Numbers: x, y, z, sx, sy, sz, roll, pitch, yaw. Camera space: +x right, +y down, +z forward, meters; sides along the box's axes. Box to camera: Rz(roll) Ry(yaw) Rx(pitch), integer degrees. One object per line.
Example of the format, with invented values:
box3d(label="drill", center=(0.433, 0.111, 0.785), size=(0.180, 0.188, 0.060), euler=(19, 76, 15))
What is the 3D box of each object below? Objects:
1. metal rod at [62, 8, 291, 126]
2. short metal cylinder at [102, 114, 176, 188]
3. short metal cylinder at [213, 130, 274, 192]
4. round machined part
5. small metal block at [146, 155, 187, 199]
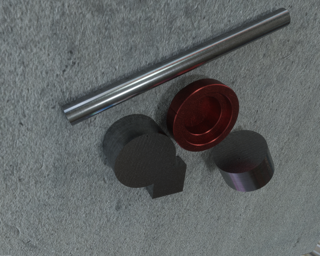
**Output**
box3d(label="metal rod", center=(0.029, -0.079, 0.373), size=(0.302, 0.025, 0.025), euler=(-26, 128, -12))
box3d(label="short metal cylinder", center=(-0.027, 0.029, 0.394), size=(0.081, 0.050, 0.079), euler=(-14, 124, -21))
box3d(label="short metal cylinder", center=(0.128, 0.049, 0.471), size=(0.080, 0.080, 0.050), euler=(-36, 129, -4))
box3d(label="round machined part", center=(0.052, -0.020, 0.412), size=(0.099, 0.042, 0.097), euler=(-14, 124, -21))
box3d(label="small metal block", center=(0.009, 0.072, 0.456), size=(0.050, 0.025, 0.050), euler=(-9, 122, -24))
